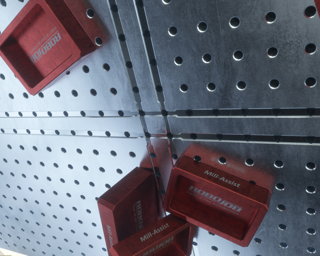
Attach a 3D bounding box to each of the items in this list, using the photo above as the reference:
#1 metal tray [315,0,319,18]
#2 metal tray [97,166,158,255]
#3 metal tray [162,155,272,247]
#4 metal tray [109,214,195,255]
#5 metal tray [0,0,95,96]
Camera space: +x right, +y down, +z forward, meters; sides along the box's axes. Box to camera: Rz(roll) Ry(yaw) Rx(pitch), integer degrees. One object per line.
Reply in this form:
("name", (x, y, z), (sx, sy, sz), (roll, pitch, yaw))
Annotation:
("metal tray", (0.177, -0.108, 0.248), (0.090, 0.030, 0.130), (-16, 110, 34))
("metal tray", (-0.044, 0.135, 0.471), (0.030, 0.091, 0.129), (17, 126, 32))
("metal tray", (0.074, 0.102, 0.430), (0.130, 0.030, 0.089), (21, 126, 14))
("metal tray", (-0.008, 0.185, 0.462), (0.030, 0.131, 0.089), (37, 136, 42))
("metal tray", (-0.160, -0.110, 0.421), (0.130, 0.030, 0.090), (-25, 105, 36))
